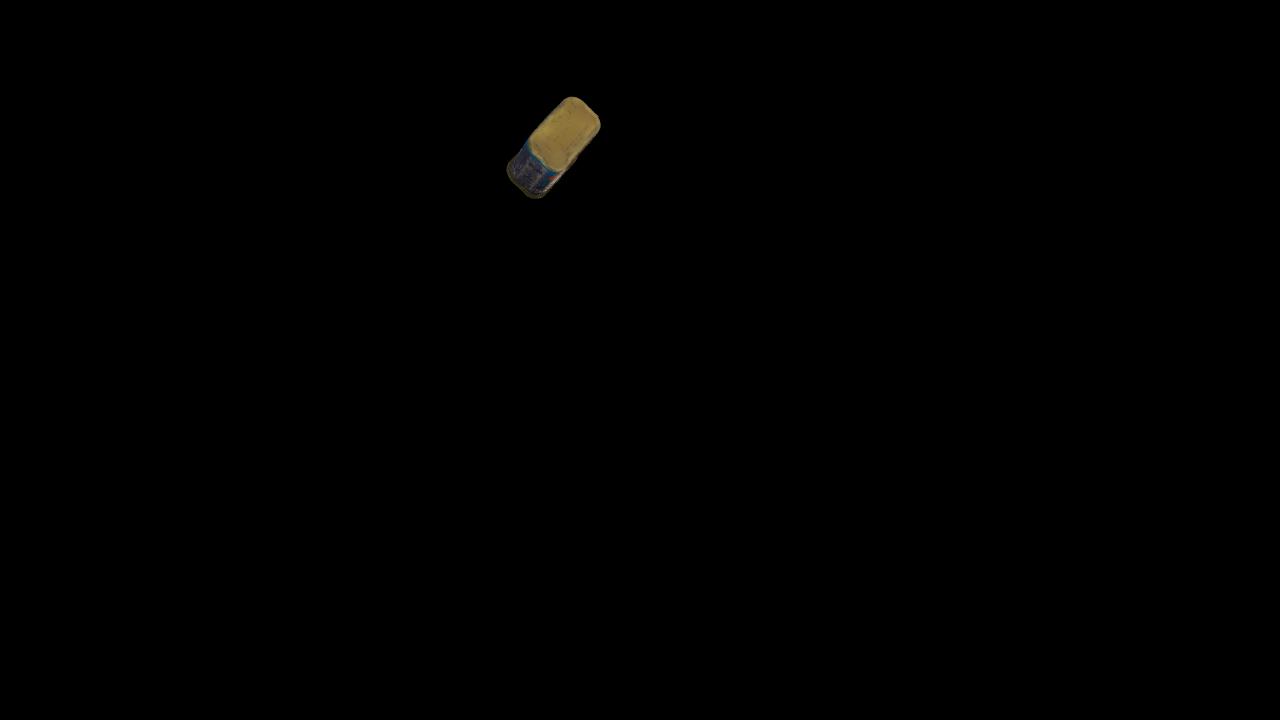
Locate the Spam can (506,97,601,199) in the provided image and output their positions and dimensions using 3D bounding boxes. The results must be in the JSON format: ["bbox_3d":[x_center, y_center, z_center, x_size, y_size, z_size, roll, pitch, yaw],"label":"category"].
[{"bbox_3d":[-0.102,-0.252,0.730,0.058,0.101,0.085,41,-23,-16],"label":"Spam can"}]
